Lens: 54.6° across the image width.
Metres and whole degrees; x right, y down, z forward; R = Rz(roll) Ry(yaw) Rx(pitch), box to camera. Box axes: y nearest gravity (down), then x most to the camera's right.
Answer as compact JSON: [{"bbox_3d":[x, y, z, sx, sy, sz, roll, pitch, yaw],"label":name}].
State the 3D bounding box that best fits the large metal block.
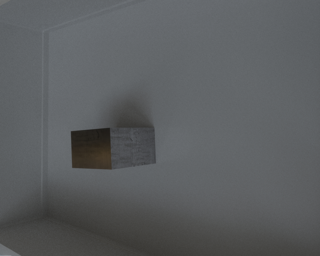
[{"bbox_3d":[-0.063,0.027,0.424,0.080,0.081,0.050,-4,87,40],"label":"large metal block"}]
